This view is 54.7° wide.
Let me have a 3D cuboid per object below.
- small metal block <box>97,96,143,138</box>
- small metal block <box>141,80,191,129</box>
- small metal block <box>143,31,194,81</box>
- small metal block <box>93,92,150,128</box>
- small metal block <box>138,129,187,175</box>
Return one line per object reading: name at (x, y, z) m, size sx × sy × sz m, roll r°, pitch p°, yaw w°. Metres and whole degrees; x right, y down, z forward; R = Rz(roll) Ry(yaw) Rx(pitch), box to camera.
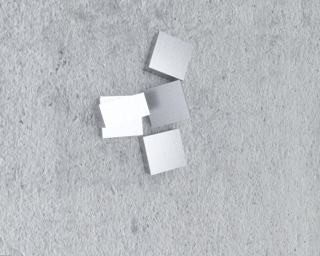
small metal block at (-0.051, -0.014, 0.390) m, size 0.050 × 0.025 × 0.050 m, roll -4°, pitch 92°, yaw -20°
small metal block at (0.009, -0.031, 0.401) m, size 0.050 × 0.025 × 0.050 m, roll -16°, pitch 97°, yaw 8°
small metal block at (0.011, -0.093, 0.413) m, size 0.050 × 0.025 × 0.050 m, roll 18°, pitch 84°, yaw -19°
small metal block at (-0.045, -0.019, 0.352) m, size 0.050 × 0.050 × 0.025 m, roll -18°, pitch 96°, yaw -19°
small metal block at (0.003, 0.030, 0.410) m, size 0.050 × 0.025 × 0.050 m, roll -13°, pitch 95°, yaw -20°
